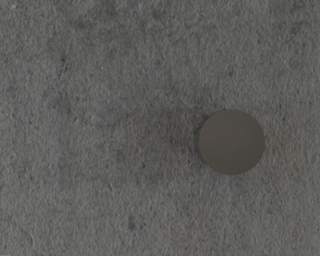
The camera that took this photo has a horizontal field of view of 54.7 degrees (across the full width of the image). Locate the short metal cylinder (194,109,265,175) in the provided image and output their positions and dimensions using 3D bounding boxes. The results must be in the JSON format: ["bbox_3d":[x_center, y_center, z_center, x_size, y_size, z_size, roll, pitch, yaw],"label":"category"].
[{"bbox_3d":[0.087,0.017,0.399,0.081,0.050,0.079,0,90,-1],"label":"short metal cylinder"}]
